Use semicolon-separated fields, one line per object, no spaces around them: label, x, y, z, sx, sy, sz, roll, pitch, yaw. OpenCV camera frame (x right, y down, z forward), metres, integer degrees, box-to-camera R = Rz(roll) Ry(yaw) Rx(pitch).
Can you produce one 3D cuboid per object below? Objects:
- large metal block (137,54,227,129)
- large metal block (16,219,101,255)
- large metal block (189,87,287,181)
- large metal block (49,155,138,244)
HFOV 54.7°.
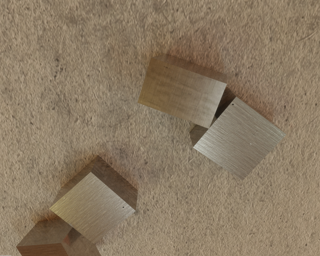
large metal block;0.029;-0.046;0.355;0.080;0.080;0.050;20;109;5
large metal block;-0.144;0.181;0.451;0.080;0.050;0.080;-13;111;22
large metal block;0.097;0.007;0.400;0.080;0.050;0.080;35;106;-12
large metal block;-0.089;0.099;0.432;0.080;0.050;0.080;-41;105;13
